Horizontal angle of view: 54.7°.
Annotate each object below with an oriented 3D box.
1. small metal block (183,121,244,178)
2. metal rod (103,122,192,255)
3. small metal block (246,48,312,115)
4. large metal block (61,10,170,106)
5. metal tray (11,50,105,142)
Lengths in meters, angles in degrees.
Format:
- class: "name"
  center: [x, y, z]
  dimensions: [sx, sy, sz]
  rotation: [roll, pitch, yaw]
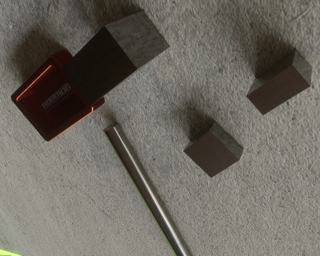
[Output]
- class: "small metal block"
  center: [0.067, 0.027, 0.388]
  dimensions: [0.050, 0.025, 0.050]
  rotation: [44, 129, -3]
- class: "metal rod"
  center: [-0.005, 0.125, 0.484]
  dimensions: [0.025, 0.025, 0.299]
  rotation: [-15, 111, 34]
- class: "small metal block"
  center: [0.117, -0.045, 0.301]
  dimensions: [0.025, 0.050, 0.050]
  rotation: [48, 129, -5]
- class: "large metal block"
  center: [-0.048, -0.079, 0.346]
  dimensions: [0.080, 0.080, 0.050]
  rotation: [-30, 102, 37]
- class: "metal tray"
  center: [-0.153, -0.042, 0.455]
  dimensions: [0.130, 0.030, 0.090]
  rotation: [-28, 104, 37]
